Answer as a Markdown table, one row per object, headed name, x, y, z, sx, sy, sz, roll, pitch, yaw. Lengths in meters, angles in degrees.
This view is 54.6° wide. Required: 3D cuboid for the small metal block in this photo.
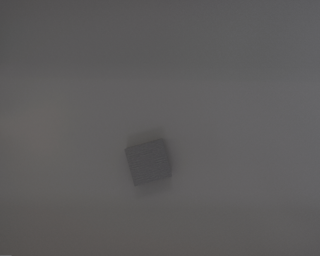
| name | x | y | z | sx | sy | sz | roll | pitch | yaw |
| --- | --- | --- | --- | --- | --- | --- | --- | --- | --- |
| small metal block | -0.015 | 0.045 | 0.411 | 0.050 | 0.025 | 0.050 | -15 | 90 | 0 |
